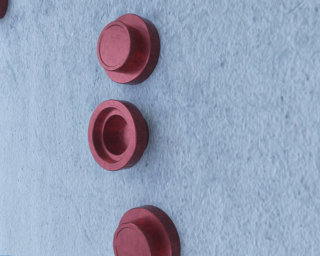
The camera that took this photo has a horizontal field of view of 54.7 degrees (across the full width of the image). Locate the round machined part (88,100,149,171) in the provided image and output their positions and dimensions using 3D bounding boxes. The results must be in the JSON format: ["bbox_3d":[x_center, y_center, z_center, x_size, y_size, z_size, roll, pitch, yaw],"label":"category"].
[{"bbox_3d":[-0.054,0.010,0.436,0.098,0.042,0.097,0,90,39],"label":"round machined part"}]

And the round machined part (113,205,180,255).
[{"bbox_3d":[-0.025,0.156,0.412,0.098,0.042,0.097,0,90,39],"label":"round machined part"}]

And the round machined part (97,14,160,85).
[{"bbox_3d":[-0.051,-0.111,0.433,0.098,0.042,0.097,0,90,39],"label":"round machined part"}]

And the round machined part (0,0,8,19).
[{"bbox_3d":[-0.382,-0.287,0.704,0.098,0.042,0.097,0,90,39],"label":"round machined part"}]
